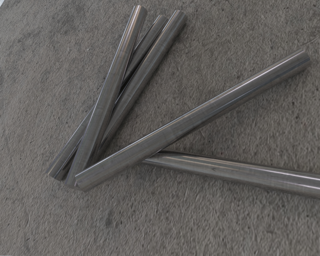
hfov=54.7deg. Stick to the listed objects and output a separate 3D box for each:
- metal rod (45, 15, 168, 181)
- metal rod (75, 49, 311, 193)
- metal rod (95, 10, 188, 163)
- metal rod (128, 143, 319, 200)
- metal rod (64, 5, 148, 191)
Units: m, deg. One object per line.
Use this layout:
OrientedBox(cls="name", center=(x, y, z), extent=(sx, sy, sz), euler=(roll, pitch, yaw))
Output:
OrientedBox(cls="metal rod", center=(-0.073, -0.053, 0.474), extent=(0.025, 0.025, 0.300), euler=(23, 74, 36))
OrientedBox(cls="metal rod", center=(0.038, -0.009, 0.365), extent=(0.301, 0.025, 0.025), euler=(-29, 52, 0))
OrientedBox(cls="metal rod", center=(-0.041, -0.055, 0.458), extent=(0.025, 0.025, 0.300), euler=(20, 72, 35))
OrientedBox(cls="metal rod", center=(0.089, 0.047, 0.327), extent=(0.300, 0.025, 0.025), euler=(7, 65, 31))
OrientedBox(cls="metal rod", center=(-0.069, -0.058, 0.442), extent=(0.025, 0.025, 0.300), euler=(1, 62, 29))
